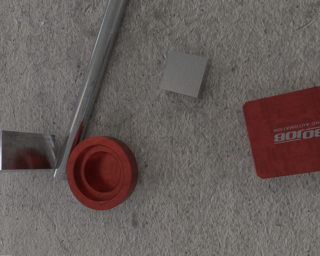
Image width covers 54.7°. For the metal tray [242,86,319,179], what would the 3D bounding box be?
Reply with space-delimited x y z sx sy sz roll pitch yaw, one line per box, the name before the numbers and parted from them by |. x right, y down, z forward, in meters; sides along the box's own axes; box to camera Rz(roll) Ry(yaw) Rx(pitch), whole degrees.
metal tray | 0.168 0.002 0.347 0.130 0.030 0.090 -12 86 19

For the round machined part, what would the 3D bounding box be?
round machined part | -0.075 0.059 0.426 0.098 0.042 0.097 0 90 20

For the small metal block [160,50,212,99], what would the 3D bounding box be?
small metal block | 0.034 -0.068 0.397 0.050 0.025 0.050 17 96 19

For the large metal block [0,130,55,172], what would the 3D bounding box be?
large metal block | -0.210 0.037 0.442 0.080 0.080 0.050 -9 79 32

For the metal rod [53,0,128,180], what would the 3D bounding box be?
metal rod | -0.097 -0.067 0.443 0.025 0.025 0.298 22 97 18
